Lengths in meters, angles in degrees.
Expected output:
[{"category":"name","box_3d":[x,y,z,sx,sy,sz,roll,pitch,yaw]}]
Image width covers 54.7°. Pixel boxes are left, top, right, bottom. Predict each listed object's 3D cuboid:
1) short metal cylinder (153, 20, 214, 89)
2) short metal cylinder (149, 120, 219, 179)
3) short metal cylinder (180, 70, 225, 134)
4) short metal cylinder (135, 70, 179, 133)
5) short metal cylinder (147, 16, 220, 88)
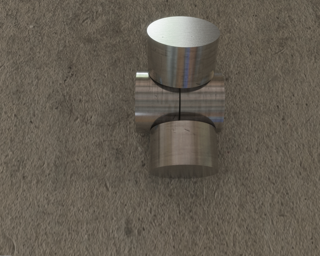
[{"category":"short metal cylinder","box_3d":[0.031,-0.102,0.435,0.081,0.050,0.080,0,70,0]},{"category":"short metal cylinder","box_3d":[0.028,0.029,0.370,0.081,0.080,0.050,0,70,0]},{"category":"short metal cylinder","box_3d":[0.049,-0.033,0.392,0.050,0.080,0.080,0,70,0]},{"category":"short metal cylinder","box_3d":[-0.003,-0.033,0.393,0.050,0.080,0.080,1,70,0]},{"category":"short metal cylinder","box_3d":[0.026,-0.089,0.359,0.081,0.050,0.080,1,41,0]}]
